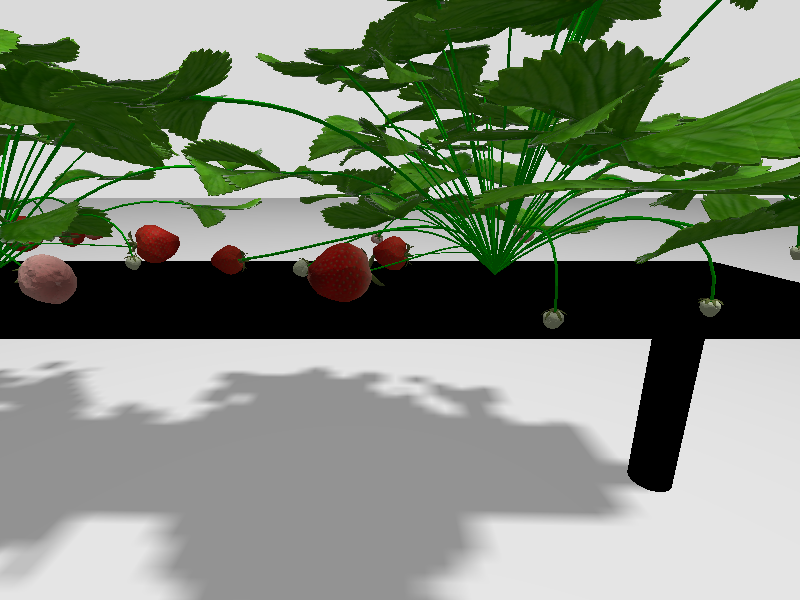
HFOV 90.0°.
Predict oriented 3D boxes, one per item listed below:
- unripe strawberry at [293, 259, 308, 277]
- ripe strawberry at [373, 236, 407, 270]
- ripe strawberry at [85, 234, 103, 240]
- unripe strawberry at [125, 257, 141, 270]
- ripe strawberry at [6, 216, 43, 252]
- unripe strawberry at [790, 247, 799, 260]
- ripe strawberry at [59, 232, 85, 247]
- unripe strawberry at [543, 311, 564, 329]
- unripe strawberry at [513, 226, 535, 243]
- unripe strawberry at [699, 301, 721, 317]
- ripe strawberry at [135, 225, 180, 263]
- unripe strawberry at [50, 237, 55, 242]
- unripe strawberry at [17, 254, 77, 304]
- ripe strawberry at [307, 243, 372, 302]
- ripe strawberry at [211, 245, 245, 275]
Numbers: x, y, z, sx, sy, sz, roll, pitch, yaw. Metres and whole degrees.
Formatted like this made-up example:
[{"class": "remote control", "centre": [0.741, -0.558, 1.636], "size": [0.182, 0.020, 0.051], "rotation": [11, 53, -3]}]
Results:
[{"class": "unripe strawberry", "centre": [-0.085, -0.027, 0.345], "size": [0.014, 0.015, 0.013], "rotation": [-14, 16, 0]}, {"class": "ripe strawberry", "centre": [-0.010, -0.044, 0.377], "size": [0.033, 0.032, 0.031], "rotation": [4, 16, 14]}, {"class": "ripe strawberry", "centre": [-0.448, -0.105, 0.588], "size": [0.033, 0.035, 0.036], "rotation": [-5, -2, -18]}, {"class": "unripe strawberry", "centre": [-0.222, -0.030, 0.334], "size": [0.011, 0.011, 0.011], "rotation": [2, 16, 8]}, {"class": "ripe strawberry", "centre": [-0.447, -0.079, 0.476], "size": [0.037, 0.042, 0.040], "rotation": [-10, 18, -31]}, {"class": "unripe strawberry", "centre": [0.296, -0.034, 0.297], "size": [0.010, 0.010, 0.011], "rotation": [4, 16, 14]}, {"class": "ripe strawberry", "centre": [-0.421, -0.084, 0.516], "size": [0.026, 0.030, 0.028], "rotation": [-5, 16, -18]}, {"class": "unripe strawberry", "centre": [0.082, 0.011, 0.214], "size": [0.011, 0.010, 0.010], "rotation": [0, 16, 1]}, {"class": "unripe strawberry", "centre": [0.166, -0.087, 0.537], "size": [0.028, 0.025, 0.026], "rotation": [7, -19, 22]}, {"class": "unripe strawberry", "centre": [0.169, 0.005, 0.219], "size": [0.009, 0.010, 0.010], "rotation": [-9, 18, -30]}, {"class": "ripe strawberry", "centre": [-0.253, -0.059, 0.419], "size": [0.040, 0.040, 0.037], "rotation": [-9, 18, -30]}, {"class": "unripe strawberry", "centre": [-0.435, -0.078, 0.498], "size": [0.011, 0.011, 0.011], "rotation": [-7, 18, -24]}, {"class": "unripe strawberry", "centre": [-0.228, -0.013, 0.261], "size": [0.032, 0.033, 0.029], "rotation": [11, 20, 33]}, {"class": "ripe strawberry", "centre": [-0.042, -0.017, 0.271], "size": [0.042, 0.041, 0.039], "rotation": [-11, 19, -32]}, {"class": "ripe strawberry", "centre": [-0.154, -0.036, 0.357], "size": [0.027, 0.026, 0.025], "rotation": [0, 16, 1]}]
